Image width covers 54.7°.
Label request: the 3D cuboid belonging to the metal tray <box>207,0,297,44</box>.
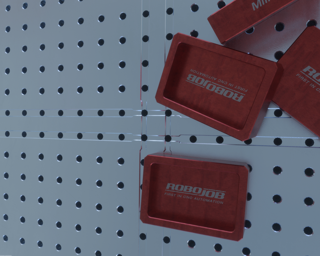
[{"bbox_3d":[0.118,-0.138,0.333,0.130,0.090,0.030,-29,97,17],"label":"metal tray"}]

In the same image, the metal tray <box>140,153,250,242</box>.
[{"bbox_3d":[0.043,0.084,0.394,0.130,0.030,0.089,5,92,19],"label":"metal tray"}]

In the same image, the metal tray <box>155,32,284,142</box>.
[{"bbox_3d":[0.064,-0.051,0.365,0.130,0.030,0.089,27,109,29],"label":"metal tray"}]

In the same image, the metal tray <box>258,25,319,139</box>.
[{"bbox_3d":[0.188,-0.039,0.344,0.130,0.030,0.090,42,103,15],"label":"metal tray"}]
